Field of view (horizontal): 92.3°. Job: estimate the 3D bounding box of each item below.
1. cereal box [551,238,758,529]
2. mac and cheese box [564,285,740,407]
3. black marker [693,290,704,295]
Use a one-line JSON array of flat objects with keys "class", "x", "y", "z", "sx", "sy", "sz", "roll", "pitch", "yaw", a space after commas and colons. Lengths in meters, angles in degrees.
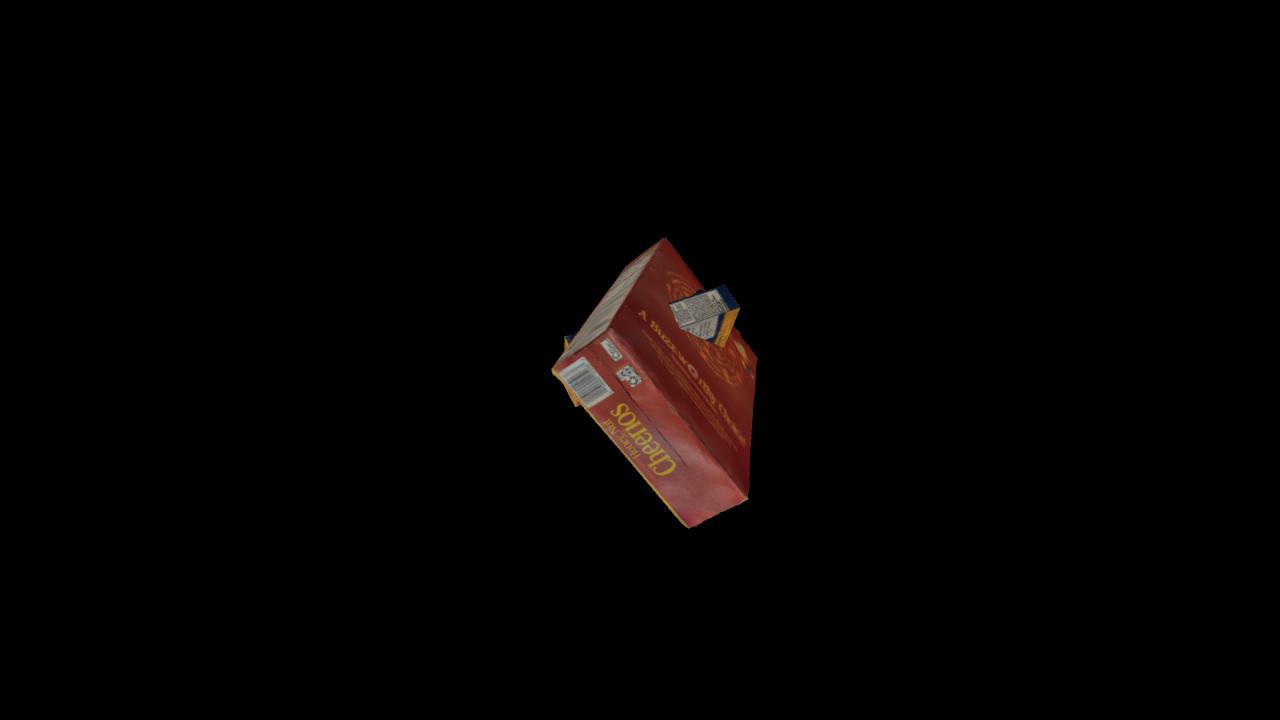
[{"class": "cereal box", "x": 0.038, "y": 0.003, "z": 0.664, "sx": 0.081, "sy": 0.203, "sz": 0.306, "roll": -33, "pitch": 15, "yaw": 23}, {"class": "mac and cheese box", "x": 0.011, "y": -0.015, "z": 0.649, "sx": 0.184, "sy": 0.041, "sz": 0.093, "roll": -20, "pitch": -26, "yaw": -19}, {"class": "black marker", "x": 0.064, "y": -0.022, "z": 0.685, "sx": 0.020, "sy": 0.121, "sz": 0.020, "roll": 5, "pitch": -19, "yaw": 2}]
